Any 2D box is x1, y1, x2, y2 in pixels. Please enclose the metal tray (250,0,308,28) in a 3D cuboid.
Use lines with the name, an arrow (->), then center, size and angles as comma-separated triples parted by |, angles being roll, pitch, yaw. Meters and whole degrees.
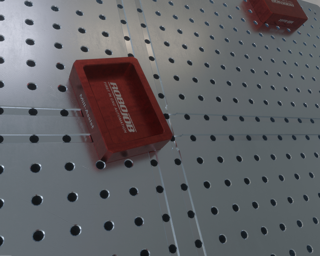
metal tray -> 0.275, -0.283, 0.724 | 0.131, 0.030, 0.090 | -4, 64, -30

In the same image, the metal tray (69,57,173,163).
metal tray -> -0.050, -0.029, 0.394 | 0.091, 0.030, 0.130 | -12, 68, -33
